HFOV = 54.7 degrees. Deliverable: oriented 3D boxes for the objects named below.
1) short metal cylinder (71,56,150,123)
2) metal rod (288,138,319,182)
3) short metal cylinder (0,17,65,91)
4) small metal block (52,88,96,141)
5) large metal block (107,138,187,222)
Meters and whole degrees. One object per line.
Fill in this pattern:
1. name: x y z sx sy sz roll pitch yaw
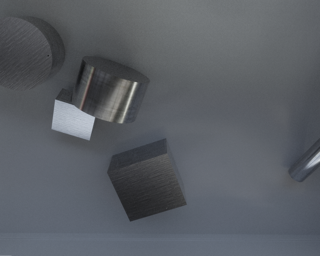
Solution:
1. short metal cylinder: -0.058 -0.046 0.364 0.080 0.080 0.050 19 109 -8
2. metal rod: 0.235 -0.032 0.337 0.025 0.025 0.298 16 135 -6
3. short metal cylinder: -0.159 -0.089 0.363 0.081 0.050 0.079 0 110 -1
4. small metal block: -0.107 -0.017 0.395 0.050 0.025 0.050 18 129 -7
5. large metal block: -0.016 0.070 0.424 0.080 0.050 0.080 -18 109 6
